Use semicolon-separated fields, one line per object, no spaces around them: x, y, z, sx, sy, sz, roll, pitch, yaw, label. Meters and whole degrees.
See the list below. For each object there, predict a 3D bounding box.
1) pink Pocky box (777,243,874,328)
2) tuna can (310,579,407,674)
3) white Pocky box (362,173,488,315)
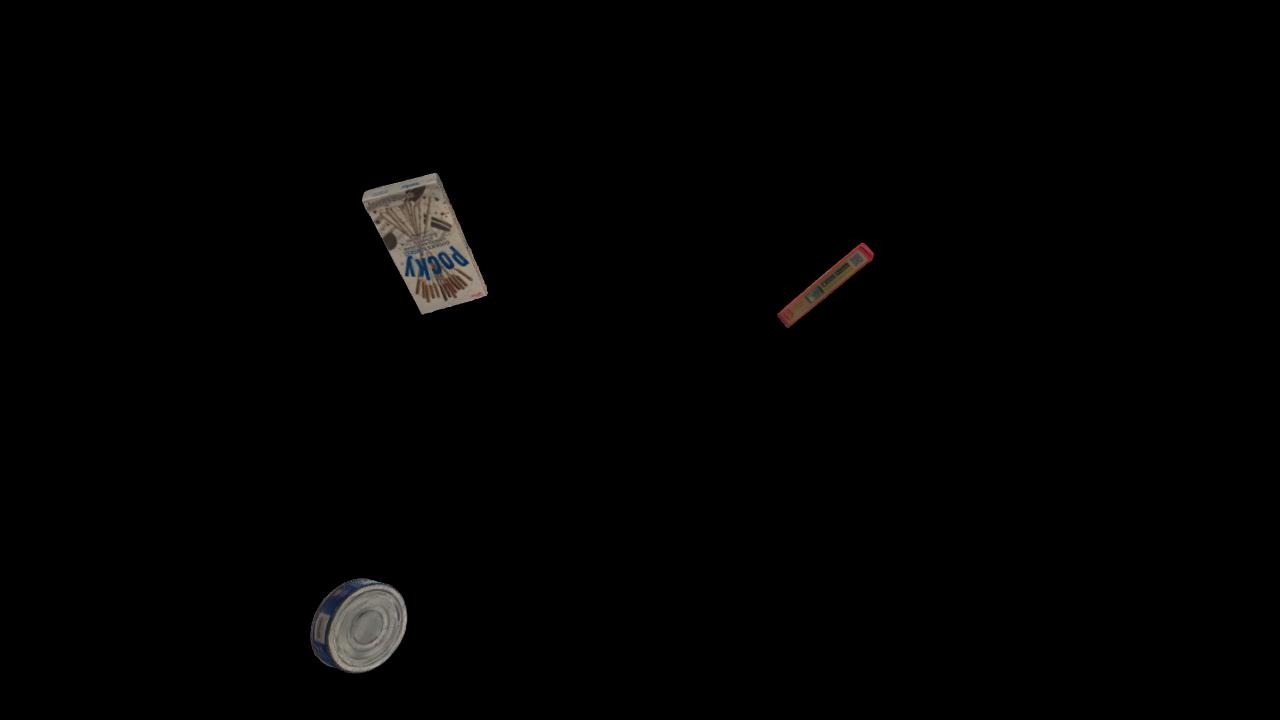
0.276;-0.112;0.915;0.155;0.029;0.084;-42;-5;25;pink Pocky box
-0.275;0.261;0.607;0.034;0.084;0.084;-8;-5;38;tuna can
-0.239;-0.128;0.695;0.084;0.154;0.028;-16;42;-3;white Pocky box
